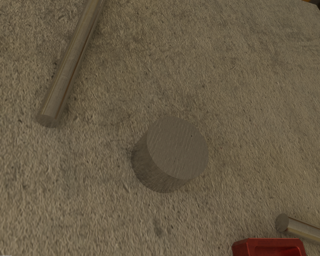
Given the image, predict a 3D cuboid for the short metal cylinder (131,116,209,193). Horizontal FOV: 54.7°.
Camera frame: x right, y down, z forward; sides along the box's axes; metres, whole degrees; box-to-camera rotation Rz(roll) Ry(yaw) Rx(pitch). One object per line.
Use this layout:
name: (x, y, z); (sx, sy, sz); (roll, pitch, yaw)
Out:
short metal cylinder: (0.011, 0.033, 0.375); (0.081, 0.050, 0.080); (14, 56, -21)

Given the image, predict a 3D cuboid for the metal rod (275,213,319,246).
metal rod: (0.299, 0.183, 0.456); (0.302, 0.025, 0.025); (22, 53, -15)

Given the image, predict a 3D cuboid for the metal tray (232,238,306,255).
metal tray: (0.139, 0.197, 0.357); (0.091, 0.030, 0.130); (9, 58, -24)

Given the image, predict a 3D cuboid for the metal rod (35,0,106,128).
metal rod: (-0.106, -0.130, 0.426); (0.025, 0.025, 0.300); (20, 54, -17)
